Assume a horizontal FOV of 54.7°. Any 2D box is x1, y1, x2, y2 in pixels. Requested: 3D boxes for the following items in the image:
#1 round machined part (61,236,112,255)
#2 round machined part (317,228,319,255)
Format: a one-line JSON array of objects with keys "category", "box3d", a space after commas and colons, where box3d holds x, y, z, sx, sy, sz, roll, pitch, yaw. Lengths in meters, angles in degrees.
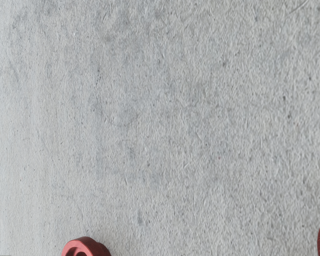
[{"category": "round machined part", "box3d": [-0.110, 0.219, 0.485, 0.098, 0.042, 0.097, 0, 90, 40]}, {"category": "round machined part", "box3d": [0.182, 0.097, 0.243, 0.098, 0.042, 0.097, 0, 90, 40]}]
